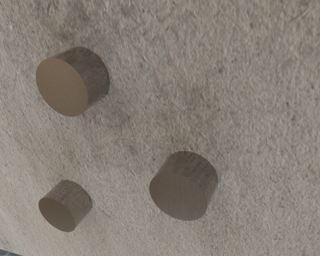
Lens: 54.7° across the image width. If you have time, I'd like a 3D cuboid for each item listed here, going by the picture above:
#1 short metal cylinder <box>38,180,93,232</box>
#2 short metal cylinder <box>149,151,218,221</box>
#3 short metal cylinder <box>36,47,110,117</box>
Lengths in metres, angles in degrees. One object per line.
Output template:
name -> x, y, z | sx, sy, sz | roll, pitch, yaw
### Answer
short metal cylinder -> -0.172, 0.142, 0.567 | 0.080, 0.050, 0.079 | 13, 124, 20
short metal cylinder -> 0.033, 0.078, 0.421 | 0.080, 0.050, 0.079 | 13, 124, 20
short metal cylinder -> -0.114, -0.062, 0.411 | 0.080, 0.050, 0.079 | 13, 124, 20
